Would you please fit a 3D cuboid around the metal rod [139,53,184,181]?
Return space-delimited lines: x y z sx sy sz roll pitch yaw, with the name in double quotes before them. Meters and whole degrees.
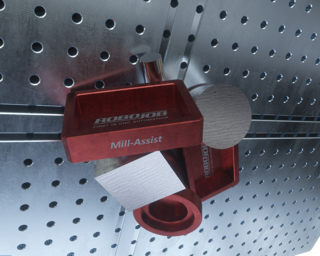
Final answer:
"metal rod" 0.015 0.038 0.438 0.025 0.025 0.298 -23 127 -15

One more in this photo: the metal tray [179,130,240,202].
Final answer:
"metal tray" 0.075 0.051 0.476 0.091 0.030 0.129 -23 127 -15

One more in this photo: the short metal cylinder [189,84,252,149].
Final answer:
"short metal cylinder" 0.069 -0.016 0.399 0.081 0.050 0.079 -1 95 -17

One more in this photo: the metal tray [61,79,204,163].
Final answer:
"metal tray" -0.030 -0.012 0.322 0.131 0.090 0.030 -8 125 -8

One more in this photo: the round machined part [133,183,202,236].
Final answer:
"round machined part" 0.012 0.112 0.454 0.099 0.042 0.097 4 128 5

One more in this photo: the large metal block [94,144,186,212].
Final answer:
"large metal block" -0.024 0.050 0.384 0.080 0.050 0.080 -25 130 9
